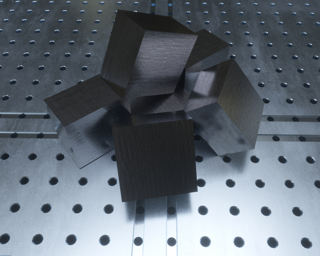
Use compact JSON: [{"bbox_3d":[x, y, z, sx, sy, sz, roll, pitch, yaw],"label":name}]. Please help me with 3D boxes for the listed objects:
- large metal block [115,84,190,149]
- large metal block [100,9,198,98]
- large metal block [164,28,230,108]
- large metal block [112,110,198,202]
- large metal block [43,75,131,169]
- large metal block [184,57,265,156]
[{"bbox_3d":[-0.007,-0.024,0.413,0.080,0.050,0.080,-32,57,-24],"label":"large metal block"},{"bbox_3d":[-0.014,-0.085,0.362,0.081,0.079,0.050,-12,46,-43],"label":"large metal block"},{"bbox_3d":[0.047,-0.081,0.441,0.080,0.080,0.050,-32,57,-24],"label":"large metal block"},{"bbox_3d":[-0.006,0.028,0.339,0.080,0.080,0.050,-7,14,-6],"label":"large metal block"},{"bbox_3d":[-0.082,-0.010,0.378,0.080,0.080,0.050,-31,57,-23],"label":"large metal block"},{"bbox_3d":[0.082,-0.025,0.384,0.050,0.080,0.080,-17,36,42],"label":"large metal block"}]
